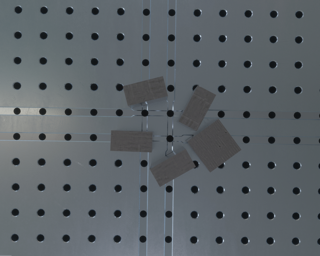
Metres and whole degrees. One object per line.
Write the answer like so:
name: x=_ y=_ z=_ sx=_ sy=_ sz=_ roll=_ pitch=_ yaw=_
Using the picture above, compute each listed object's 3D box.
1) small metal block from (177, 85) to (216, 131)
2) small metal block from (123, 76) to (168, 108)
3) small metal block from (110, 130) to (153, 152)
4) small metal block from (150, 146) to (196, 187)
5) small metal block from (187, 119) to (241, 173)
small metal block: x=0.046 y=-0.024 z=0.401 sx=0.025 sy=0.050 sz=0.050 roll=28 pitch=90 yaw=0
small metal block: x=-0.018 y=-0.045 z=0.401 sx=0.050 sy=0.050 sz=0.025 roll=-14 pitch=90 yaw=0
small metal block: x=-0.035 y=0.016 z=0.401 sx=0.050 sy=0.050 sz=0.025 roll=2 pitch=90 yaw=0
small metal block: x=0.016 y=0.048 z=0.401 sx=0.050 sy=0.050 sz=0.025 roll=-29 pitch=90 yaw=0
small metal block: x=0.071 y=0.023 z=0.414 sx=0.050 sy=0.025 sz=0.050 roll=-36 pitch=90 yaw=0
